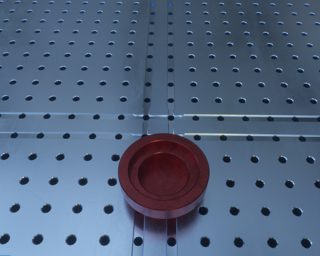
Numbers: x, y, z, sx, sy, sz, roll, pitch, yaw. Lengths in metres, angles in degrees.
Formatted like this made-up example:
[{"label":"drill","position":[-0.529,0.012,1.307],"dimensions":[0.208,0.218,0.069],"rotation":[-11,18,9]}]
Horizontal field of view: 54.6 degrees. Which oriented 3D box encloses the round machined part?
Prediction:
[{"label":"round machined part","position":[0.004,0.056,0.350],"dimensions":[0.099,0.042,0.098],"rotation":[0,50,0]}]
